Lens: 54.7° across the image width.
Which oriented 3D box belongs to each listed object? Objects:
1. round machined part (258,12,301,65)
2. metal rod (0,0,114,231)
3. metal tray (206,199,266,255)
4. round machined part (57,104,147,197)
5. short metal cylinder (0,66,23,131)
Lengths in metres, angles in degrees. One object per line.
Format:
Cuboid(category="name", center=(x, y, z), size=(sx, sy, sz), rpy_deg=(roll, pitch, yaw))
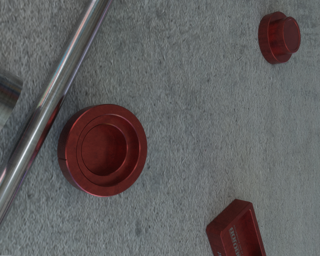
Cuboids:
Cuboid(category="round machined part", center=(0.234, -0.174, 0.593), size=(0.099, 0.042, 0.097), rpy_deg=(0, 90, -40))
Cuboid(category="metal rod", center=(-0.111, -0.027, 0.312), size=(0.025, 0.025, 0.299), rpy_deg=(33, 69, -36))
Cuboid(category="metal tray", center=(0.130, 0.197, 0.514), size=(0.091, 0.030, 0.129), rpy_deg=(-30, 109, -36))
Cuboid(category="round machined part", center=(-0.065, 0.023, 0.340), size=(0.099, 0.042, 0.097), rpy_deg=(0, 90, -40))
Cuboid(category="short metal cylinder", center=(-0.153, -0.019, 0.241), size=(0.050, 0.080, 0.080), rpy_deg=(35, 69, -35))
